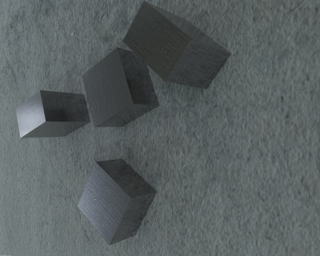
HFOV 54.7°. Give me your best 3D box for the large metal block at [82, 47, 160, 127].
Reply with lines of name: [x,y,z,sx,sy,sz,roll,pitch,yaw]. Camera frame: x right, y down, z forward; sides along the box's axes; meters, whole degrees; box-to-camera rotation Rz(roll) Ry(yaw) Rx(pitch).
large metal block: [-0.057,-0.053,0.433,0.080,0.050,0.080,-27,73,36]

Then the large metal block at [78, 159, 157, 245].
large metal block: [-0.062,0.101,0.438,0.080,0.050,0.079,38,113,33]

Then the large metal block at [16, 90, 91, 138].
large metal block: [-0.177,-0.020,0.512,0.080,0.081,0.050,-24,75,37]

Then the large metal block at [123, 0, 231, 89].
large metal block: [0.020,-0.091,0.351,0.080,0.081,0.050,48,118,29]
